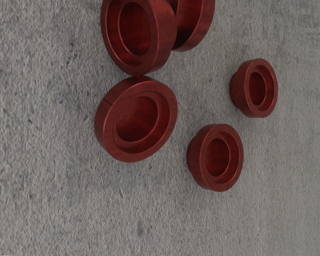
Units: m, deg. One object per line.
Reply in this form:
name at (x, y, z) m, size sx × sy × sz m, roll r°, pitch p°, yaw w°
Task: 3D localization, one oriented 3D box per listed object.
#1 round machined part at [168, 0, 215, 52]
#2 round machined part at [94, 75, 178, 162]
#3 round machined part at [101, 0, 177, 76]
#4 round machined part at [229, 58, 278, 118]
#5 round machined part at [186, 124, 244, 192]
round machined part at (0.014, -0.142, 0.369) m, size 0.042 × 0.098 × 0.097 m, roll -4°, pitch 93°, yaw -40°
round machined part at (-0.031, -0.013, 0.353) m, size 0.099 × 0.042 × 0.097 m, roll -22°, pitch 127°, yaw -31°
round machined part at (-0.020, -0.109, 0.340) m, size 0.042 × 0.098 × 0.097 m, roll -25°, pitch 106°, yaw -37°
round machined part at (0.154, -0.065, 0.523) m, size 0.099 × 0.042 × 0.097 m, roll 0°, pitch 90°, yaw -40°
round machined part at (0.077, 0.043, 0.458) m, size 0.099 × 0.042 × 0.097 m, roll 0°, pitch 90°, yaw -40°
